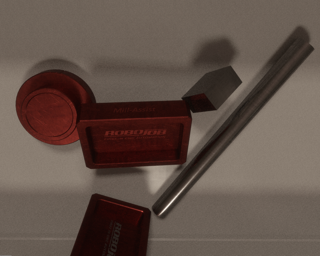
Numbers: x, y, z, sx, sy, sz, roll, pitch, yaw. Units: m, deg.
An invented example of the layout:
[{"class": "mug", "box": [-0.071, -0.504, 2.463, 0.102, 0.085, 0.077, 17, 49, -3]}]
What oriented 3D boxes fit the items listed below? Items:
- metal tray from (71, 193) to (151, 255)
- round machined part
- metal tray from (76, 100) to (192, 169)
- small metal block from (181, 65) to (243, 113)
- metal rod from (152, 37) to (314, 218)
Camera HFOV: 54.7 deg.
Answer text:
[{"class": "metal tray", "box": [-0.064, 0.153, 0.409, 0.091, 0.130, 0.030, 18, 121, -7]}, {"class": "round machined part", "box": [-0.133, -0.022, 0.392, 0.099, 0.042, 0.097, 0, 110, -1]}, {"class": "metal tray", "box": [-0.030, 0.010, 0.387, 0.131, 0.030, 0.089, -2, 136, -5]}, {"class": "small metal block", "box": [0.061, -0.045, 0.372, 0.050, 0.050, 0.025, -46, 107, -20]}, {"class": "metal rod", "box": [0.088, 0.010, 0.416, 0.025, 0.025, 0.299, 35, 106, -12]}]
